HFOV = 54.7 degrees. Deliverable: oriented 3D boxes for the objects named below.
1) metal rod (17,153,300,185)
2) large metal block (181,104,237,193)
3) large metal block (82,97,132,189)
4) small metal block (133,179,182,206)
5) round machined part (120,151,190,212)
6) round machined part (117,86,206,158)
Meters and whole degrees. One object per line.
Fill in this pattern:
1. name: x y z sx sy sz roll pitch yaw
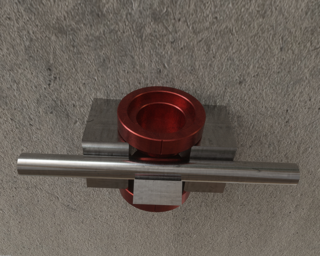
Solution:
1. metal rod: 0.001 0.046 0.342 0.302 0.025 0.025 2 130 -3
2. large metal block: 0.057 0.025 0.395 0.050 0.080 0.079 3 130 -3
3. large metal block: -0.062 0.019 0.388 0.050 0.080 0.079 3 130 -3
4. small metal block: -0.002 0.071 0.346 0.050 0.025 0.050 2 171 0
5. round machined part: -0.005 0.060 0.411 0.099 0.098 0.042 4 125 -3
6. round machined part: 0.001 -0.004 0.357 0.099 0.098 0.042 3 131 -3
